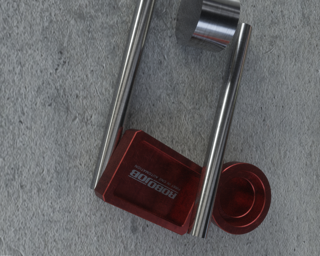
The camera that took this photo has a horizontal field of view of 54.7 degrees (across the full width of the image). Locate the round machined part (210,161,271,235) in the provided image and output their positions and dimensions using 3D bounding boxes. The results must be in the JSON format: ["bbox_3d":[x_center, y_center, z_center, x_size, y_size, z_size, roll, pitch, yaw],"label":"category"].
[{"bbox_3d":[0.104,0.096,0.439,0.099,0.042,0.097,0,90,-20],"label":"round machined part"}]

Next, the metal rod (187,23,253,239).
[{"bbox_3d":[0.084,-0.007,0.416,0.025,0.025,0.299,21,74,-19],"label":"metal rod"}]

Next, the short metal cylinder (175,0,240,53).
[{"bbox_3d":[0.059,-0.142,0.402,0.050,0.080,0.080,7,88,-20],"label":"short metal cylinder"}]

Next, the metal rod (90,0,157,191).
[{"bbox_3d":[-0.040,-0.069,0.394,0.025,0.025,0.299,15,85,-20],"label":"metal rod"}]

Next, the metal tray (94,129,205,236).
[{"bbox_3d":[-0.004,0.069,0.390,0.130,0.030,0.090,33,76,-28],"label":"metal tray"}]
